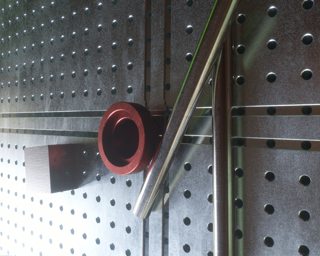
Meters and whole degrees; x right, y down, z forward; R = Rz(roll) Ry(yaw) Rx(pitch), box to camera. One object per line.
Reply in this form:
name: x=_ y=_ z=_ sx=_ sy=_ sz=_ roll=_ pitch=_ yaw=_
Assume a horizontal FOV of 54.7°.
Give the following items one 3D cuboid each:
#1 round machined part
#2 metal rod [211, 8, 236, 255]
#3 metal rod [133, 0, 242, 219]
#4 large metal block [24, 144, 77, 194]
round machined part: x=-0.039 y=0.014 z=0.425 sx=0.098 sy=0.042 sz=0.097 roll=-2 pitch=86 yaw=43
metal rod: x=0.071 y=0.015 z=0.349 sx=0.025 sy=0.025 sz=0.298 roll=-1 pitch=89 yaw=39
metal rod: x=0.023 y=-0.010 z=0.367 sx=0.025 sy=0.025 sz=0.298 roll=38 pitch=120 yaw=33
large metal block: x=-0.196 y=0.072 z=0.551 sx=0.080 sy=0.050 sz=0.080 roll=-8 pitch=85 yaw=39
